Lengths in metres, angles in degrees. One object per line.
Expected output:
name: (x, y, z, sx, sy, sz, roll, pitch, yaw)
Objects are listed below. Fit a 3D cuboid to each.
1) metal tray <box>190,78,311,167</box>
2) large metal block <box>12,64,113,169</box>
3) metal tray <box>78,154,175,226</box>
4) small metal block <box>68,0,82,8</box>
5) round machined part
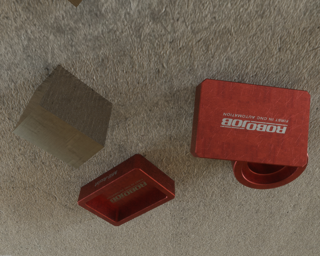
metal tray: (0.106, -0.005, 0.366, 0.131, 0.030, 0.089, 6, 85, -6)
large metal block: (-0.107, -0.013, 0.358, 0.050, 0.080, 0.080, -37, 121, 27)
metal tray: (-0.053, 0.102, 0.490, 0.130, 0.030, 0.090, -32, 124, 24)
small metal block: (-0.079, -0.149, 0.279, 0.050, 0.025, 0.050, 37, 121, -27)
round machined part: (0.148, 0.038, 0.431, 0.099, 0.042, 0.097, -1, 130, 0)
